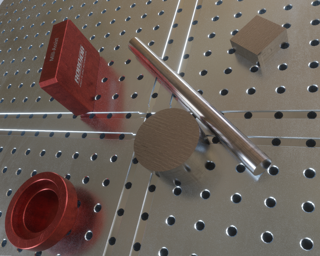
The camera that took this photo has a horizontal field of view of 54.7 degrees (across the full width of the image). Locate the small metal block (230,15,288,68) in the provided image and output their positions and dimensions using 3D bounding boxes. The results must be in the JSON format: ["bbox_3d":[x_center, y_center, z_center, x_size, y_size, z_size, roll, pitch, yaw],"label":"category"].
[{"bbox_3d":[0.131,-0.116,0.410,0.050,0.025,0.050,-43,51,-2],"label":"small metal block"}]

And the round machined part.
[{"bbox_3d":[-0.148,0.110,0.405,0.098,0.042,0.098,-13,56,20],"label":"round machined part"}]

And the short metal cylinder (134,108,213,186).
[{"bbox_3d":[0.016,0.023,0.368,0.080,0.050,0.080,-13,56,20],"label":"short metal cylinder"}]

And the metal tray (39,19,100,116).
[{"bbox_3d":[-0.139,-0.096,0.495,0.030,0.090,0.130,-14,56,20],"label":"metal tray"}]

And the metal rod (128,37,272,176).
[{"bbox_3d":[0.033,-0.049,0.419,0.025,0.025,0.300,-40,51,1],"label":"metal rod"}]
